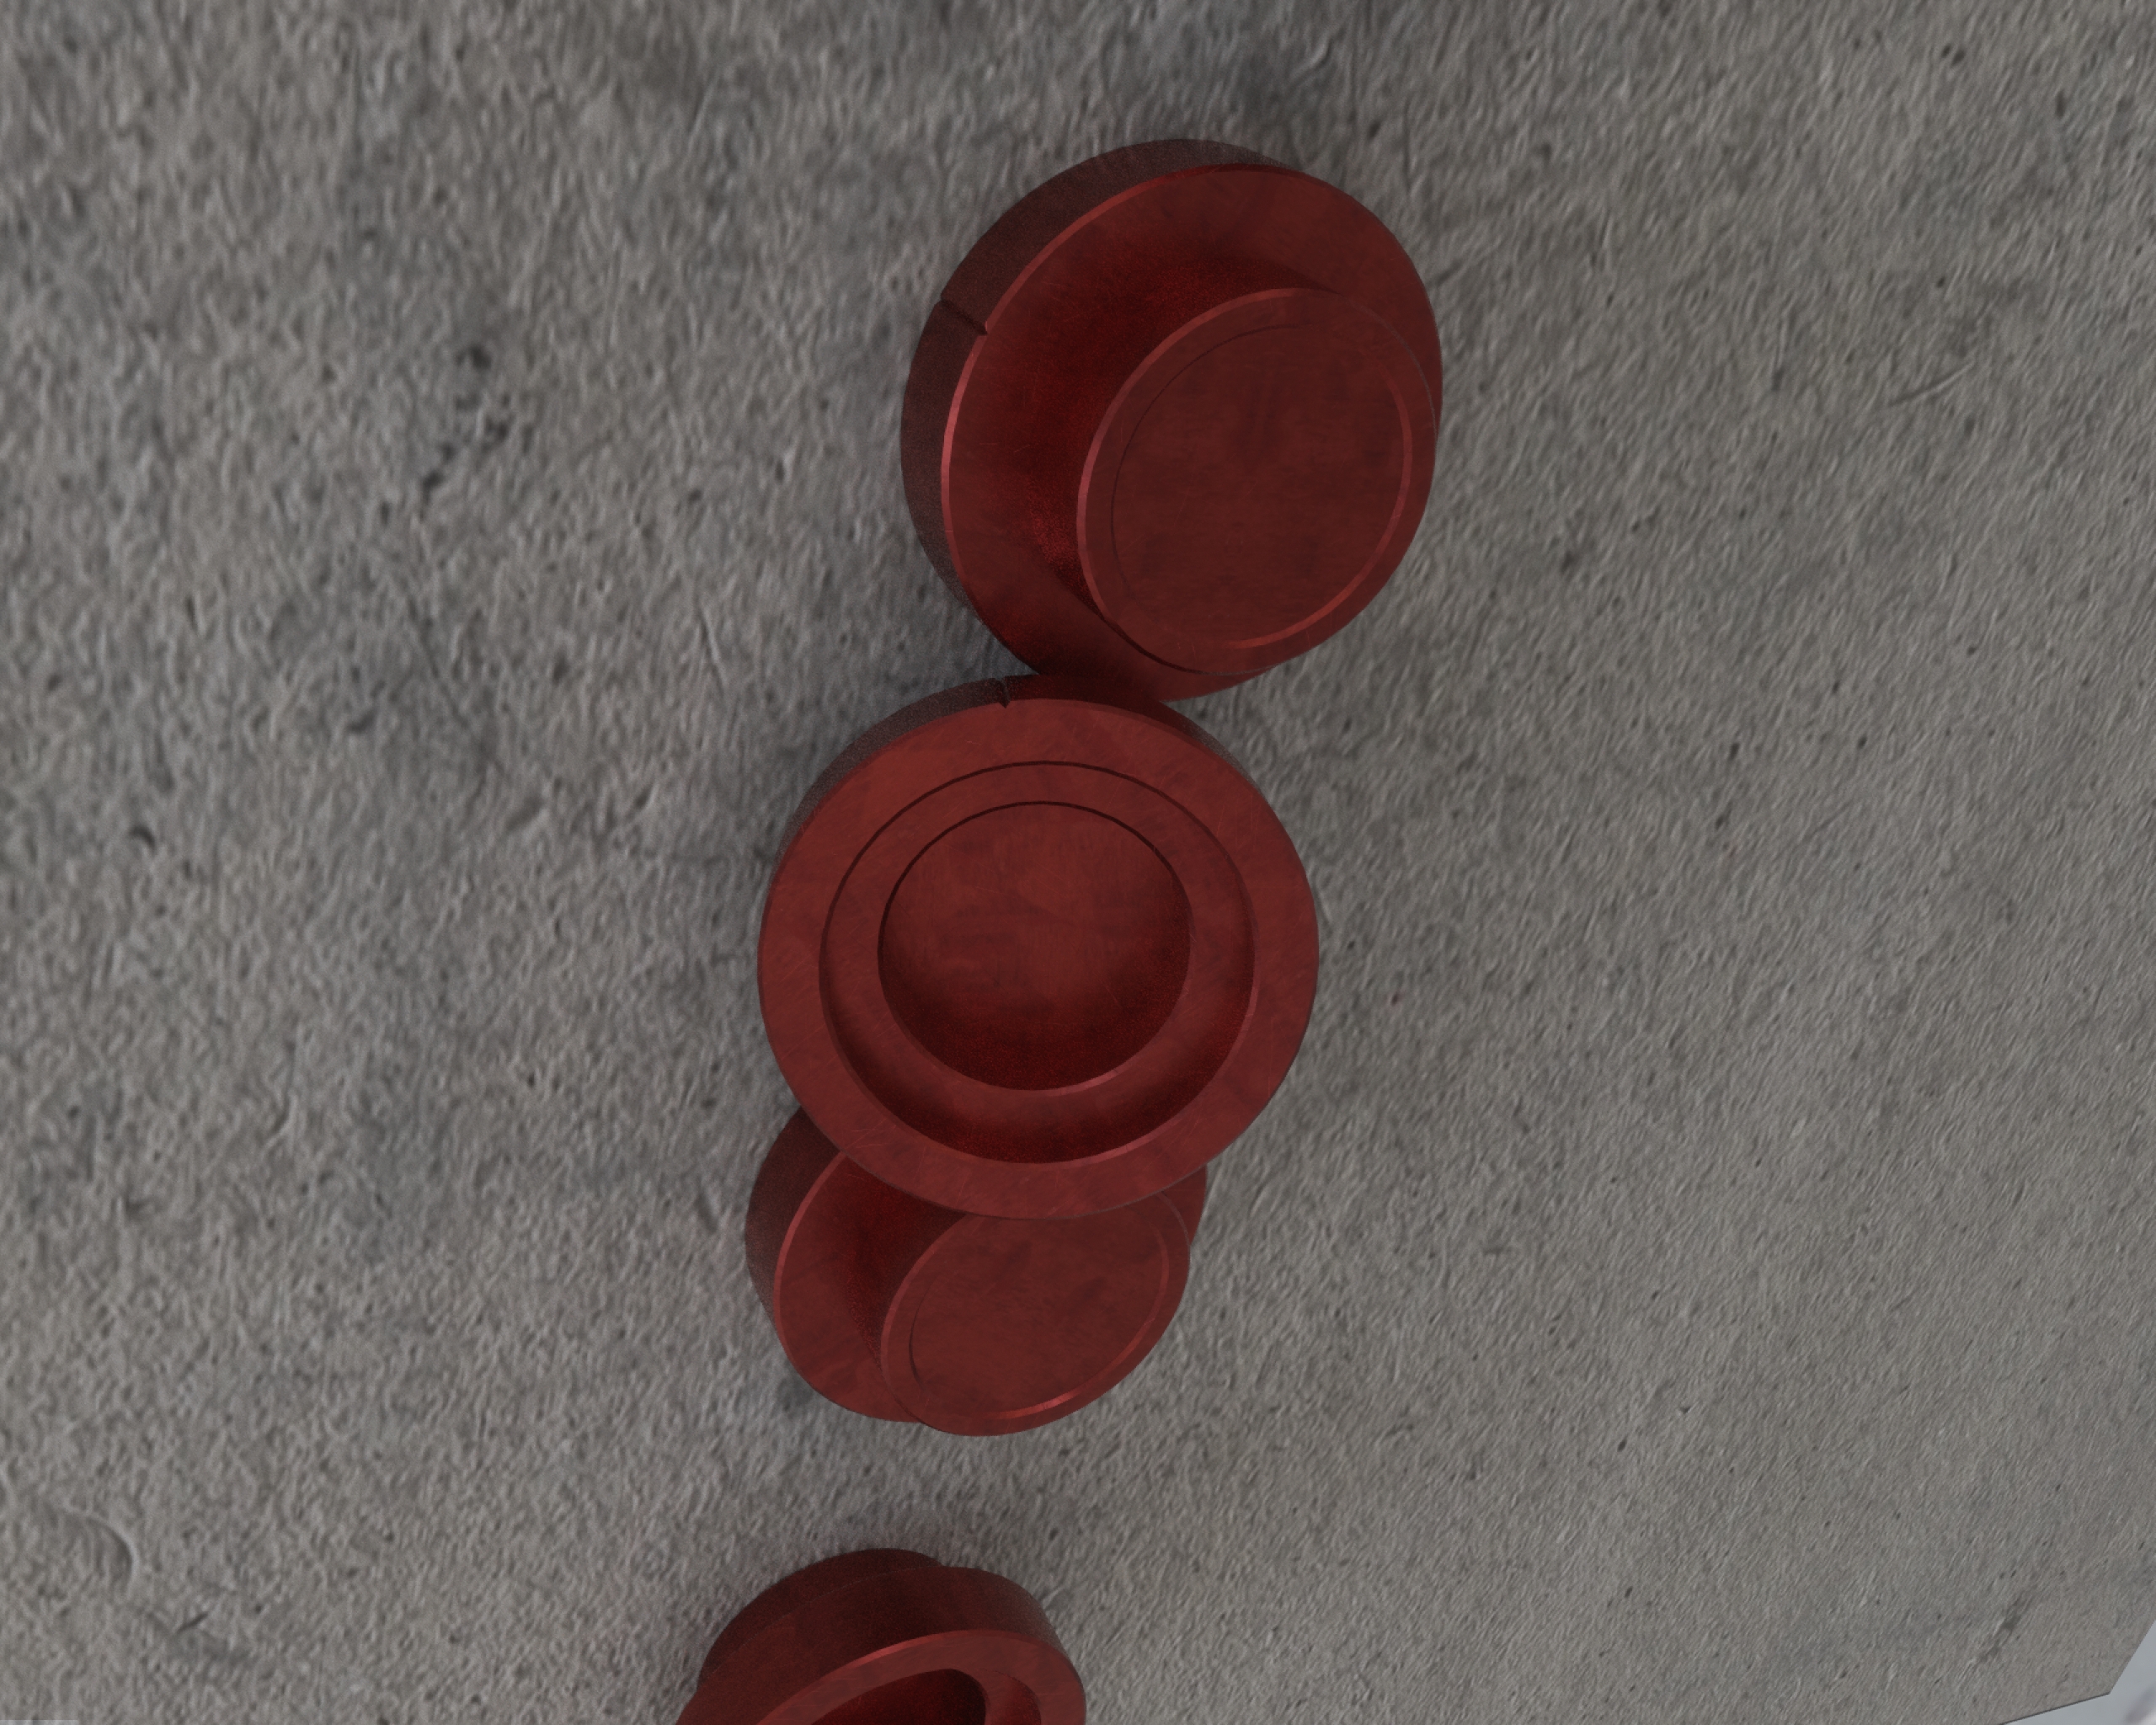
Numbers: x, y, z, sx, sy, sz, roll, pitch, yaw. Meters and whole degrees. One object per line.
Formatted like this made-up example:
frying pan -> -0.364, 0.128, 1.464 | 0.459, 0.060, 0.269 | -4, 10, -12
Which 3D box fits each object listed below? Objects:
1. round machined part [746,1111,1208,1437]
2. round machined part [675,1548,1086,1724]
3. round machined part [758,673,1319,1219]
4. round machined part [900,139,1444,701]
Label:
round machined part -> -0.016, 0.080, 0.437 | 0.099, 0.042, 0.097 | -14, 124, -21
round machined part -> -0.051, 0.202, 0.493 | 0.099, 0.042, 0.097 | -14, 124, -21
round machined part -> -0.008, 0.013, 0.384 | 0.099, 0.042, 0.097 | -2, 108, -5
round machined part -> 0.022, -0.072, 0.364 | 0.099, 0.042, 0.097 | -14, 124, -21
